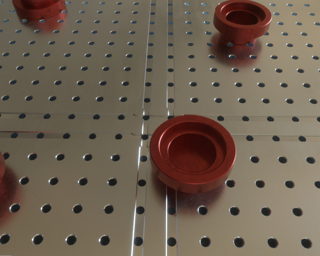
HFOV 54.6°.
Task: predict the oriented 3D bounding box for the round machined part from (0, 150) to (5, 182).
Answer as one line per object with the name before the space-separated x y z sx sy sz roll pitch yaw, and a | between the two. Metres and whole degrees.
round machined part | -0.226 0.055 0.349 0.099 0.042 0.098 0 50 0

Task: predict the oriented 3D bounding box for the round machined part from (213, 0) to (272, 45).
round machined part | 0.144 -0.186 0.554 0.099 0.042 0.098 0 50 0

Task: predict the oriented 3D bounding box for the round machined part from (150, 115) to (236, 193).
round machined part | 0.037 0.034 0.369 0.099 0.042 0.098 0 50 0

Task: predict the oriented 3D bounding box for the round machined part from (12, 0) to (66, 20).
round machined part | -0.242 -0.260 0.614 0.099 0.042 0.098 0 50 0
